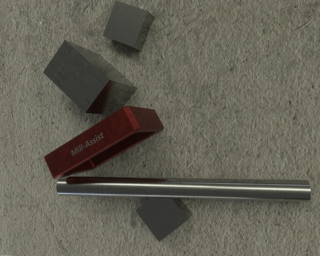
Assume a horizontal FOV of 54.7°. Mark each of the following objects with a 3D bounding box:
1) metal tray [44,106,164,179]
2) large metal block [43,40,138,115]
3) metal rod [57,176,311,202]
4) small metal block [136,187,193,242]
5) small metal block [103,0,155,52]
[{"bbox_3d":[-0.068,0.019,0.397,0.130,0.090,0.030,-30,80,17],"label":"metal tray"},{"bbox_3d":[-0.089,-0.063,0.410,0.080,0.080,0.050,42,103,15],"label":"large metal block"},{"bbox_3d":[0.019,0.074,0.378,0.301,0.025,0.025,-1,90,10],"label":"metal rod"},{"bbox_3d":[0.006,0.111,0.406,0.050,0.025,0.050,-43,77,15],"label":"small metal block"},{"bbox_3d":[-0.043,-0.139,0.423,0.050,0.025,0.050,25,98,18],"label":"small metal block"}]
